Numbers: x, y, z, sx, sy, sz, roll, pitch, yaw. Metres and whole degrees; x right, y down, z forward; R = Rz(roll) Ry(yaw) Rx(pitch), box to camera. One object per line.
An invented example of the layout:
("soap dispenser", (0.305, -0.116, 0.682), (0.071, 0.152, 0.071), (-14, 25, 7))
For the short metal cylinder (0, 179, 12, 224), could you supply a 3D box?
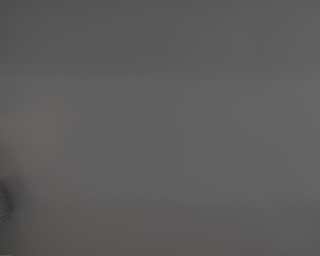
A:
("short metal cylinder", (-0.233, 0.101, 0.382), (0.080, 0.080, 0.050), (-17, 90, 0))
